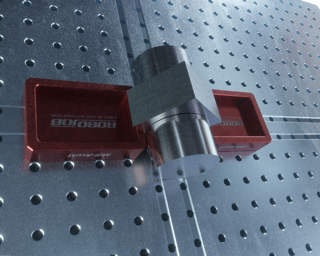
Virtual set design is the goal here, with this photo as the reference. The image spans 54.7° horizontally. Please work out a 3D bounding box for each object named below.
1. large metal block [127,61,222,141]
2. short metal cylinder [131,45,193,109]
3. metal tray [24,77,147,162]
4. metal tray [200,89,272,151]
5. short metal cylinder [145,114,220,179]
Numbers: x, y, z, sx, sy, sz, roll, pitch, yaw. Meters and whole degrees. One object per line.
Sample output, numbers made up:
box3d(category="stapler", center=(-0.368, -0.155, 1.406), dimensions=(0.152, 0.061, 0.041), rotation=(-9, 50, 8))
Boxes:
box3d(category="large metal block", center=(0.019, -0.026, 0.380), dimensions=(0.080, 0.080, 0.050), rotation=(30, 41, -54))
box3d(category="short metal cylinder", center=(0.005, -0.064, 0.414), dimensions=(0.081, 0.080, 0.050), rotation=(1, 61, -28))
box3d(category="metal tray", center=(-0.087, -0.009, 0.363), dimensions=(0.131, 0.030, 0.090), rotation=(1, 61, -28))
box3d(category="metal tray", center=(0.096, -0.012, 0.464), dimensions=(0.131, 0.030, 0.090), rotation=(1, 61, -28))
box3d(category="short metal cylinder", center=(0.026, 0.024, 0.371), dimensions=(0.081, 0.080, 0.050), rotation=(2, 61, -28))
